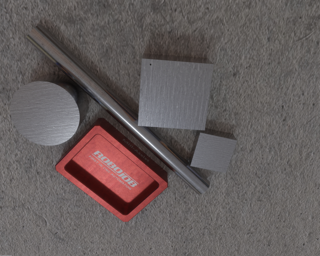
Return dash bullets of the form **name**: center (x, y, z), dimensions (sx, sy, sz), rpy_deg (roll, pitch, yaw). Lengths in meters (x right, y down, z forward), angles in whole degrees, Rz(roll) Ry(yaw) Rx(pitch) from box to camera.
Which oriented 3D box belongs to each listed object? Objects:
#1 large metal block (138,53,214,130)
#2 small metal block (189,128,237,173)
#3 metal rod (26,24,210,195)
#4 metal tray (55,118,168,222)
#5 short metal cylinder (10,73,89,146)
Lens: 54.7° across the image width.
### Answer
- **large metal block**: center (0.017, -0.046, 0.381), dimensions (0.081, 0.050, 0.079), rpy_deg (4, 110, -2)
- **small metal block**: center (0.071, 0.029, 0.423), dimensions (0.050, 0.025, 0.050), rpy_deg (12, 110, -5)
- **metal rod**: center (-0.044, -0.014, 0.404), dimensions (0.025, 0.025, 0.300), rpy_deg (-43, 105, 14)
- **metal tray**: center (-0.064, 0.060, 0.430), dimensions (0.130, 0.030, 0.090), rpy_deg (42, 104, -14)
- **short metal cylinder**: center (-0.135, -0.024, 0.387), dimensions (0.081, 0.050, 0.079), rpy_deg (0, 110, -1)
